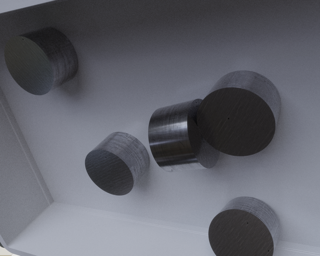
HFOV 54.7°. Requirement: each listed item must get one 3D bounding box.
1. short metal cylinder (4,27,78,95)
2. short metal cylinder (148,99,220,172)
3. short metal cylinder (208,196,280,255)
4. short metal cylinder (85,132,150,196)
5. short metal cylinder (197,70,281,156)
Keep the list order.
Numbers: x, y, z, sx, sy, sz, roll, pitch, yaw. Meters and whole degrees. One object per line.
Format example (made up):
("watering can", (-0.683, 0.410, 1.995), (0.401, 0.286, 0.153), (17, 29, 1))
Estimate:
("short metal cylinder", (-0.160, -0.091, 0.421), (0.080, 0.050, 0.079), (13, 124, 21))
("short metal cylinder", (0.031, 0.010, 0.363), (0.050, 0.080, 0.080), (-12, 113, 33))
("short metal cylinder", (0.110, 0.135, 0.401), (0.080, 0.050, 0.079), (4, 99, 29))
("short metal cylinder", (-0.062, 0.052, 0.458), (0.080, 0.050, 0.079), (13, 124, 21))
("short metal cylinder", (0.086, -0.016, 0.337), (0.080, 0.050, 0.079), (13, 124, 20))
